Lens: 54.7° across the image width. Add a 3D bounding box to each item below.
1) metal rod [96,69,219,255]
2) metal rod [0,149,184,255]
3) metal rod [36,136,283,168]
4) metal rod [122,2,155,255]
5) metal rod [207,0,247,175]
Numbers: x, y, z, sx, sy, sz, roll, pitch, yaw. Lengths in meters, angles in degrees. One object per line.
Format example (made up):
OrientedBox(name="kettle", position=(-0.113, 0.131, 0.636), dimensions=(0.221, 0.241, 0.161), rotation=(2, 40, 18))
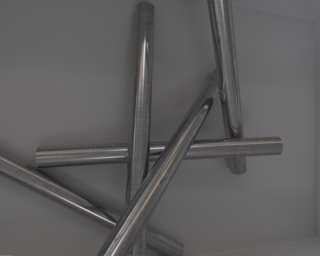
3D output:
OrientedBox(name="metal rod", position=(0.019, 0.025, 0.357), dimensions=(0.025, 0.025, 0.301), rotation=(45, 53, -15))
OrientedBox(name="metal rod", position=(-0.096, 0.091, 0.375), dimensions=(0.301, 0.025, 0.025), rotation=(33, 80, -17))
OrientedBox(name="metal rod", position=(0.008, 0.029, 0.385), dimensions=(0.302, 0.025, 0.025), rotation=(-2, 91, -10))
OrientedBox(name="metal rod", position=(-0.023, -0.013, 0.364), dimensions=(0.025, 0.025, 0.299), rotation=(7, 74, -20))
OrientedBox(name="metal rod", position=(0.083, -0.063, 0.377), dimensions=(0.025, 0.025, 0.298), rotation=(-26, 123, -18))
